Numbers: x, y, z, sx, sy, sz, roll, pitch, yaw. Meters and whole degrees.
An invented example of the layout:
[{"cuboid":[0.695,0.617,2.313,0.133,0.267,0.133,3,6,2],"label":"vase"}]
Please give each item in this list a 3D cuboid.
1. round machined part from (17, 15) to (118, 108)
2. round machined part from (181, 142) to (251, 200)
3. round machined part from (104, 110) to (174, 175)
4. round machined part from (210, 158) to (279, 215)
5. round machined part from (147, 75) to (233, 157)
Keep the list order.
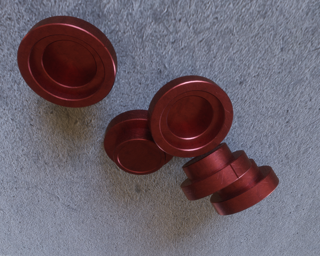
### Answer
[{"cuboid":[-0.095,-0.073,0.333,0.099,0.042,0.097,0,130,0],"label":"round machined part"},{"cuboid":[0.069,0.054,0.418,0.098,0.098,0.042,-31,87,24],"label":"round machined part"},{"cuboid":[-0.027,0.026,0.418,0.099,0.042,0.097,0,130,0],"label":"round machined part"},{"cuboid":[0.113,0.078,0.440,0.098,0.098,0.042,-32,88,24],"label":"round machined part"},{"cuboid":[0.033,-0.017,0.371,0.099,0.042,0.097,-5,118,-10],"label":"round machined part"}]
